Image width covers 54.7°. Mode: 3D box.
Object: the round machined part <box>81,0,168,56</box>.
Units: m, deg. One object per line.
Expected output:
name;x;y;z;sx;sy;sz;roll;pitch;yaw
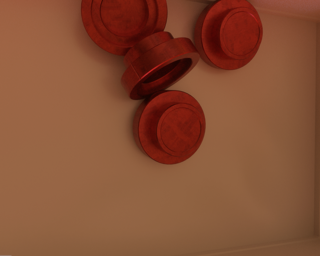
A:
round machined part;-0.043;-0.140;0.372;0.099;0.042;0.097;-5;117;-10

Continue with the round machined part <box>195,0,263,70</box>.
round machined part;0.101;-0.129;0.427;0.099;0.042;0.097;-5;106;-20

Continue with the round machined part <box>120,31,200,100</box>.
round machined part;-0.005;-0.078;0.373;0.099;0.098;0.042;-28;80;-18

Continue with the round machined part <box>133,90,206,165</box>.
round machined part;0.018;0.000;0.401;0.099;0.042;0.097;-4;99;-24
